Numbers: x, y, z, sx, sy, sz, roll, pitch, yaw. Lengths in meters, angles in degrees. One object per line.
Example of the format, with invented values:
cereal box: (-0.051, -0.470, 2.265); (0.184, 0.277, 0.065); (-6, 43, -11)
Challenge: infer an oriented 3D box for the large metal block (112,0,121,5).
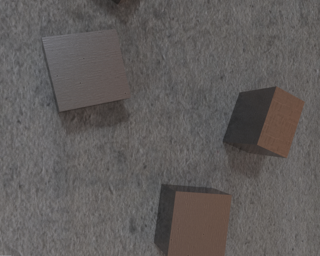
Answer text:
large metal block: (-0.058, -0.215, 0.374); (0.080, 0.050, 0.080); (33, 79, -17)

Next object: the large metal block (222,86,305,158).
large metal block: (0.142, -0.007, 0.434); (0.050, 0.080, 0.080); (23, 82, -19)

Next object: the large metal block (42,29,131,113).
large metal block: (-0.087, -0.065, 0.364); (0.081, 0.050, 0.080); (-14, 95, -20)

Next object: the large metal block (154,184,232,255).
large metal block: (0.043, 0.122, 0.413); (0.081, 0.050, 0.080); (8, 87, -20)
